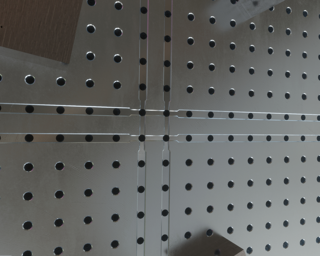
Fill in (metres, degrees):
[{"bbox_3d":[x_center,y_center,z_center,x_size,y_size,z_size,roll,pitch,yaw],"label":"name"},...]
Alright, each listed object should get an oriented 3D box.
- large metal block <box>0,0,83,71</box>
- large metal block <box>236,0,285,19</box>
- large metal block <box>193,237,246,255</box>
[{"bbox_3d":[-0.137,-0.117,0.349,0.081,0.050,0.080,12,86,-20],"label":"large metal block"},{"bbox_3d":[0.163,-0.213,0.445,0.080,0.080,0.050,-45,104,-15],"label":"large metal block"},{"bbox_3d":[0.084,0.215,0.432,0.081,0.050,0.080,-24,98,-19],"label":"large metal block"}]
